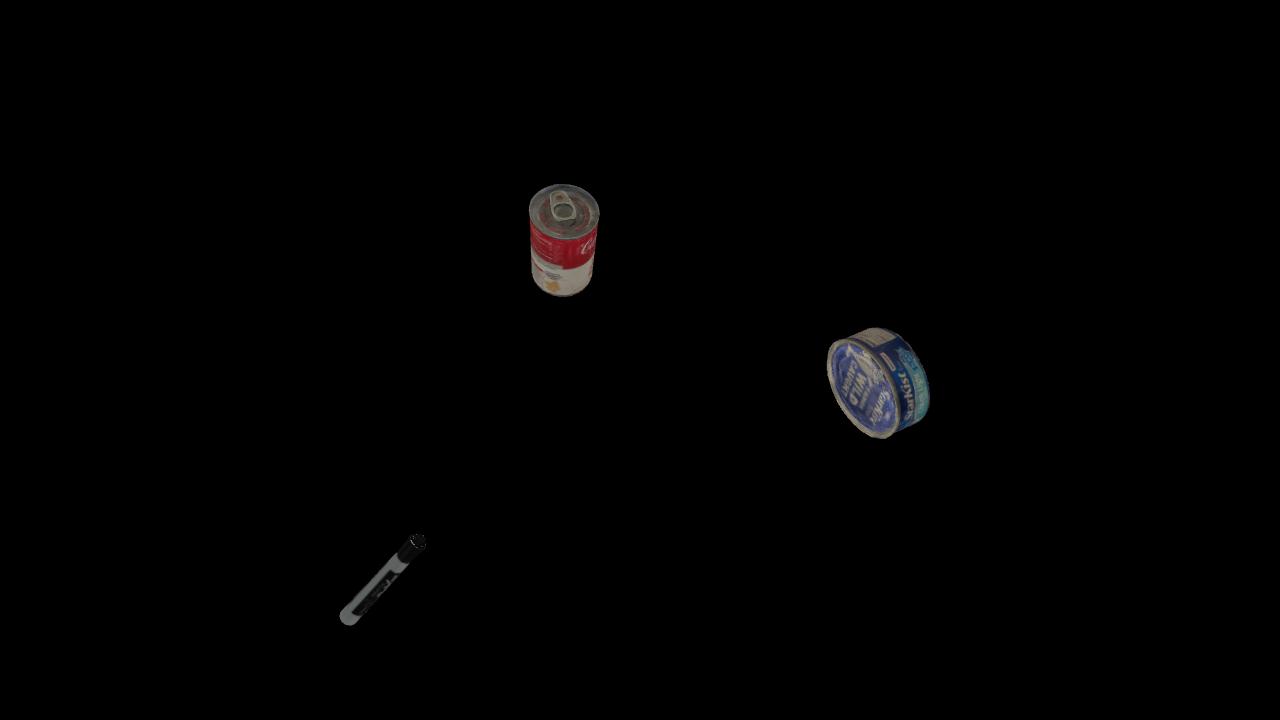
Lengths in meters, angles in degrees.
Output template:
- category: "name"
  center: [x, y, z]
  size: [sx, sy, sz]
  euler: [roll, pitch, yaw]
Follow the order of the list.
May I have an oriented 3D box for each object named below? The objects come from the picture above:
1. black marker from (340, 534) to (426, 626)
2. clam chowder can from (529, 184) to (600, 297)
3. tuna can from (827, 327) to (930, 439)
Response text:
- category: "black marker"
  center: [-0.250, 0.213, 0.600]
  size: [0.020, 0.121, 0.020]
  euler: [42, 11, -10]
- category: "clam chowder can"
  center: [-0.079, -0.119, 0.629]
  size: [0.068, 0.068, 0.102]
  euler: [0, -28, -9]
- category: "tuna can"
  center: [0.186, 0.018, 0.485]
  size: [0.034, 0.084, 0.084]
  euler: [-21, 5, -12]
